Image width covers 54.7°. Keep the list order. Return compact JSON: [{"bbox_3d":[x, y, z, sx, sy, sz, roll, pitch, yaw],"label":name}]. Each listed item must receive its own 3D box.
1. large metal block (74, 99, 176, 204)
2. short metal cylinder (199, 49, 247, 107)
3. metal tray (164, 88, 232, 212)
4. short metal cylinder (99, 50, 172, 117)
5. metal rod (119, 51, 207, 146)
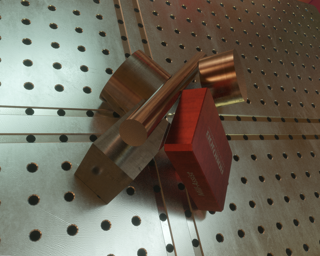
[{"bbox_3d":[-0.038,0.026,0.337,0.050,0.080,0.080,43,51,1],"label":"large metal block"},{"bbox_3d":[0.096,-0.073,0.465,0.080,0.050,0.080,40,45,-55],"label":"short metal cylinder"},{"bbox_3d":[0.052,0.028,0.366,0.130,0.030,0.090,61,37,-41],"label":"metal tray"},{"bbox_3d":[-0.030,-0.051,0.388,0.050,0.080,0.080,40,51,-2],"label":"short metal cylinder"},{"bbox_3d":[0.023,-0.056,0.387,0.025,0.025,0.301,40,30,-2],"label":"metal rod"}]
